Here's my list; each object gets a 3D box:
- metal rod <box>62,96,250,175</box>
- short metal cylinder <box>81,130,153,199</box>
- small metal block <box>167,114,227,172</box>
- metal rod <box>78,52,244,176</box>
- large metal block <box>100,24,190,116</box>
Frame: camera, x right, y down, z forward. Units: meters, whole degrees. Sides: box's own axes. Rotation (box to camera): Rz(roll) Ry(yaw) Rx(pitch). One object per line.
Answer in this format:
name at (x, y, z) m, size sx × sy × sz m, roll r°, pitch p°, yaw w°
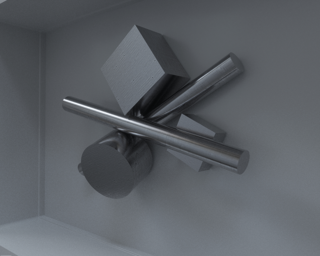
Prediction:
metal rod at (-0.031, -0.002, 0.395) m, size 0.300 × 0.025 × 0.025 m, roll 18°, pitch 101°, yaw 38°
short metal cylinder at (-0.057, 0.047, 0.415) m, size 0.080 × 0.050 × 0.079 m, roll 11°, pitch 116°, yaw 23°
small metal block at (0.042, 0.016, 0.366) m, size 0.050 × 0.025 × 0.050 m, roll 33°, pitch 110°, yaw 34°
metal rod at (-0.020, -0.003, 0.418) m, size 0.299 × 0.025 × 0.025 m, roll -34°, pitch 69°, yaw 34°
large metal block at (-0.021, -0.071, 0.403) m, size 0.080 × 0.050 × 0.080 m, roll -43°, pitch 64°, yaw 31°
